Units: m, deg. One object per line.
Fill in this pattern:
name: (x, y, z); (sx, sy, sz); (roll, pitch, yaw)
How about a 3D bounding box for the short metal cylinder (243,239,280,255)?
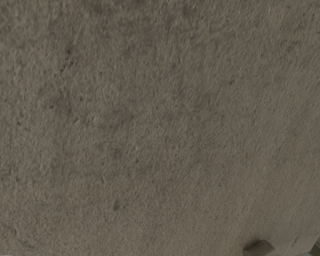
short metal cylinder: (0.229, 0.296, 0.683); (0.050, 0.080, 0.080); (-24, 128, -14)
